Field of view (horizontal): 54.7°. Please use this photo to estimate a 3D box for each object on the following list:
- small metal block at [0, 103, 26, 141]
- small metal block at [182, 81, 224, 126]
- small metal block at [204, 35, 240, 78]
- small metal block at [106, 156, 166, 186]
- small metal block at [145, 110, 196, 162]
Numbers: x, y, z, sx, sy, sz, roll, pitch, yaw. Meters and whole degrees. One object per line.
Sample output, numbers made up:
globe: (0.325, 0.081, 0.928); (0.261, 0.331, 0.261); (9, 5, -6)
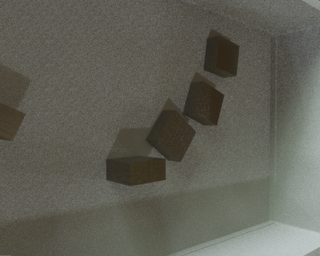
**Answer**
small metal block: (-0.151, -0.011, 0.263); (0.050, 0.050, 0.025); (30, 72, -36)
small metal block: (0.066, -0.036, 0.461); (0.050, 0.025, 0.050); (25, 74, -37)
small metal block: (0.098, -0.111, 0.488); (0.050, 0.025, 0.050); (12, 83, -39)
small metal block: (-0.029, 0.049, 0.366); (0.050, 0.050, 0.025); (-2, 91, -40)
small metal block: (0.016, 0.011, 0.420); (0.050, 0.025, 0.050); (45, 63, -31)
